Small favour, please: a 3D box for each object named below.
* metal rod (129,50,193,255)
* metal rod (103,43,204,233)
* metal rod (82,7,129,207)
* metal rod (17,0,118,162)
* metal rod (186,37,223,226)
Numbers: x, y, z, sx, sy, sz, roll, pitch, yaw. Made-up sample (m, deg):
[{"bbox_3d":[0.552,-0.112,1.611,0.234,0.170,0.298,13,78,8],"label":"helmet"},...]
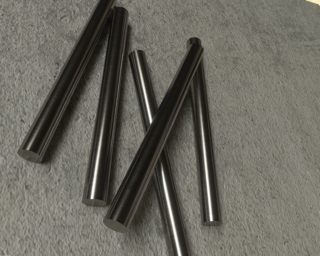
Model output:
[{"bbox_3d":[-0.003,0.027,0.385,0.025,0.025,0.299,2,61,-28],"label":"metal rod"},{"bbox_3d":[0.007,-0.014,0.382,0.025,0.025,0.301,31,50,-8],"label":"metal rod"},{"bbox_3d":[-0.064,-0.050,0.399,0.025,0.025,0.300,15,56,-20],"label":"metal rod"},{"bbox_3d":[-0.105,-0.091,0.402,0.025,0.025,0.300,23,53,-14],"label":"metal rod"},{"bbox_3d":[0.059,-0.015,0.444,0.025,0.025,0.299,13,56,-21],"label":"metal rod"}]
